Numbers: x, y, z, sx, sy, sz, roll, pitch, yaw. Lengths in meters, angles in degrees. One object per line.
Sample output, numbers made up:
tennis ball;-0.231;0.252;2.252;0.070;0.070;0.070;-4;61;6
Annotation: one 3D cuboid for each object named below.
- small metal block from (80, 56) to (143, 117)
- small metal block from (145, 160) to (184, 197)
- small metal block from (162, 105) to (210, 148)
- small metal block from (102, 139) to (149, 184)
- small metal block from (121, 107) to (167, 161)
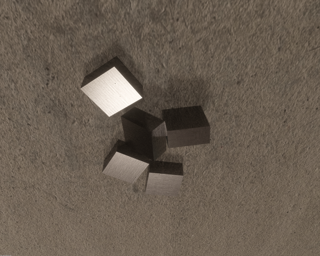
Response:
small metal block;-0.056;-0.048;0.366;0.050;0.025;0.050;-28;125;21
small metal block;0.006;0.078;0.474;0.050;0.025;0.050;6;130;-6
small metal block;0.031;-0.003;0.384;0.050;0.050;0.025;-7;123;-3
small metal block;-0.049;0.050;0.449;0.050;0.025;0.050;23;126;-19
small metal block;-0.020;0.007;0.396;0.050;0.025;0.050;27;139;31
